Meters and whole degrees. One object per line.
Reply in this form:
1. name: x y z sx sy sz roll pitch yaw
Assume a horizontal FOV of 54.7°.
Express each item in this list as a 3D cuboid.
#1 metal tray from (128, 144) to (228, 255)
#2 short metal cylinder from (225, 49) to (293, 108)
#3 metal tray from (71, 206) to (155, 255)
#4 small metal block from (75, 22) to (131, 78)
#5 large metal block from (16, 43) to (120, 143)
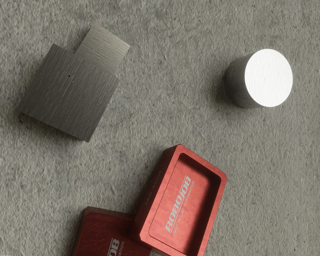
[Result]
1. metal tray: 0.028 0.097 0.396 0.090 0.030 0.130 34 61 -17
2. short metal cylinder: 0.142 -0.069 0.448 0.081 0.050 0.080 0 90 -20
3. metal tray: -0.065 0.171 0.383 0.091 0.030 0.129 17 84 -19
4. small metal block: -0.073 -0.092 0.382 0.050 0.025 0.050 31 80 -18
5. large metal block: -0.104 -0.037 0.357 0.080 0.050 0.080 28 81 -18
